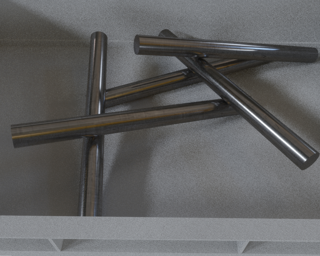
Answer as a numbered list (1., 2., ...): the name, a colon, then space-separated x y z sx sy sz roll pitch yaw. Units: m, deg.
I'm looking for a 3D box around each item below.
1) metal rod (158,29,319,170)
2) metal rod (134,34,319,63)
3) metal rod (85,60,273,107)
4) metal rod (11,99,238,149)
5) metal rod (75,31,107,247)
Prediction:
1. metal rod: 0.081 -0.057 0.413 0.025 0.025 0.300 -24 50 -19
2. metal rod: 0.110 -0.113 0.451 0.303 0.025 0.025 -3 48 -22
3. metal rod: 0.039 -0.077 0.469 0.302 0.025 0.025 -17 52 -14
4. metal rod: -0.014 -0.012 0.378 0.303 0.025 0.025 -9 50 -22
5. metal rod: -0.082 -0.010 0.388 0.025 0.025 0.299 -3 58 -3
